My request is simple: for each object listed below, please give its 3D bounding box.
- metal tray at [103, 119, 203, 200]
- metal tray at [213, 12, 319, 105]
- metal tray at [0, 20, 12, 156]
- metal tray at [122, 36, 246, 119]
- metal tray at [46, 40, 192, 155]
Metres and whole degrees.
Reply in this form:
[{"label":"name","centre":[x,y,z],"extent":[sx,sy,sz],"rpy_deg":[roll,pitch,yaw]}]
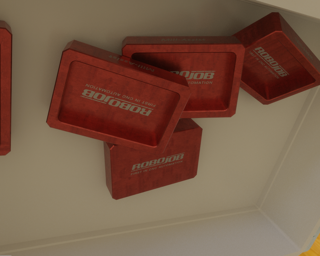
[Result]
[{"label":"metal tray","centre":[-0.008,0.041,0.428],"extent":[0.131,0.030,0.089],"rpy_deg":[-12,124,-23]},{"label":"metal tray","centre":[0.142,-0.082,0.401],"extent":[0.131,0.030,0.090],"rpy_deg":[26,145,-38]},{"label":"metal tray","centre":[-0.186,-0.034,0.282],"extent":[0.091,0.030,0.129],"rpy_deg":[-1,119,-28]},{"label":"metal tray","centre":[0.024,-0.057,0.355],"extent":[0.131,0.030,0.089],"rpy_deg":[-1,122,-4]},{"label":"metal tray","centre":[-0.044,-0.028,0.331],"extent":[0.131,0.030,0.089],"rpy_deg":[16,118,-15]}]
